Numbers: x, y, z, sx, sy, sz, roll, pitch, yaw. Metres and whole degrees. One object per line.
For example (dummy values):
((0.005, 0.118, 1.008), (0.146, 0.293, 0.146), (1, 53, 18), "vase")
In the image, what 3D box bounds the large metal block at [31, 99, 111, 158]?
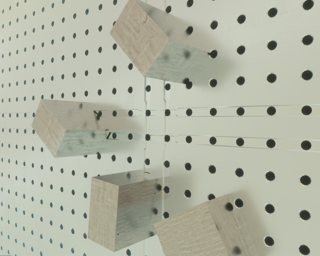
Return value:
((-0.139, -0.001, 0.486), (0.080, 0.081, 0.050), (43, 116, 31), "large metal block")

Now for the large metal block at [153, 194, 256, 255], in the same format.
((0.050, 0.130, 0.350), (0.080, 0.050, 0.080), (-34, 69, 34), "large metal block")

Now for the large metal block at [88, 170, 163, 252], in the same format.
((-0.044, 0.104, 0.408), (0.050, 0.081, 0.079), (8, 95, 39), "large metal block")

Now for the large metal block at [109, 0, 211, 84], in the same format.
((0.001, -0.102, 0.371), (0.050, 0.081, 0.080), (-51, 60, 28), "large metal block")
